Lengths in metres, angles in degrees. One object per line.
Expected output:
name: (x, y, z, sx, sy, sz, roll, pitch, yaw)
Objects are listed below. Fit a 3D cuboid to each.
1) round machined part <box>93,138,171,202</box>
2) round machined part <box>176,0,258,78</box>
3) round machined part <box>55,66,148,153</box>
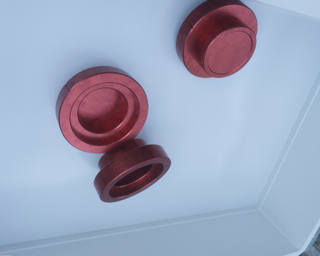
round machined part: (-0.039, 0.050, 0.393, 0.099, 0.042, 0.098, -26, 154, -13)
round machined part: (0.072, -0.098, 0.363, 0.099, 0.042, 0.097, -17, 140, -14)
round machined part: (-0.066, -0.023, 0.348, 0.099, 0.042, 0.097, -14, 124, -21)
